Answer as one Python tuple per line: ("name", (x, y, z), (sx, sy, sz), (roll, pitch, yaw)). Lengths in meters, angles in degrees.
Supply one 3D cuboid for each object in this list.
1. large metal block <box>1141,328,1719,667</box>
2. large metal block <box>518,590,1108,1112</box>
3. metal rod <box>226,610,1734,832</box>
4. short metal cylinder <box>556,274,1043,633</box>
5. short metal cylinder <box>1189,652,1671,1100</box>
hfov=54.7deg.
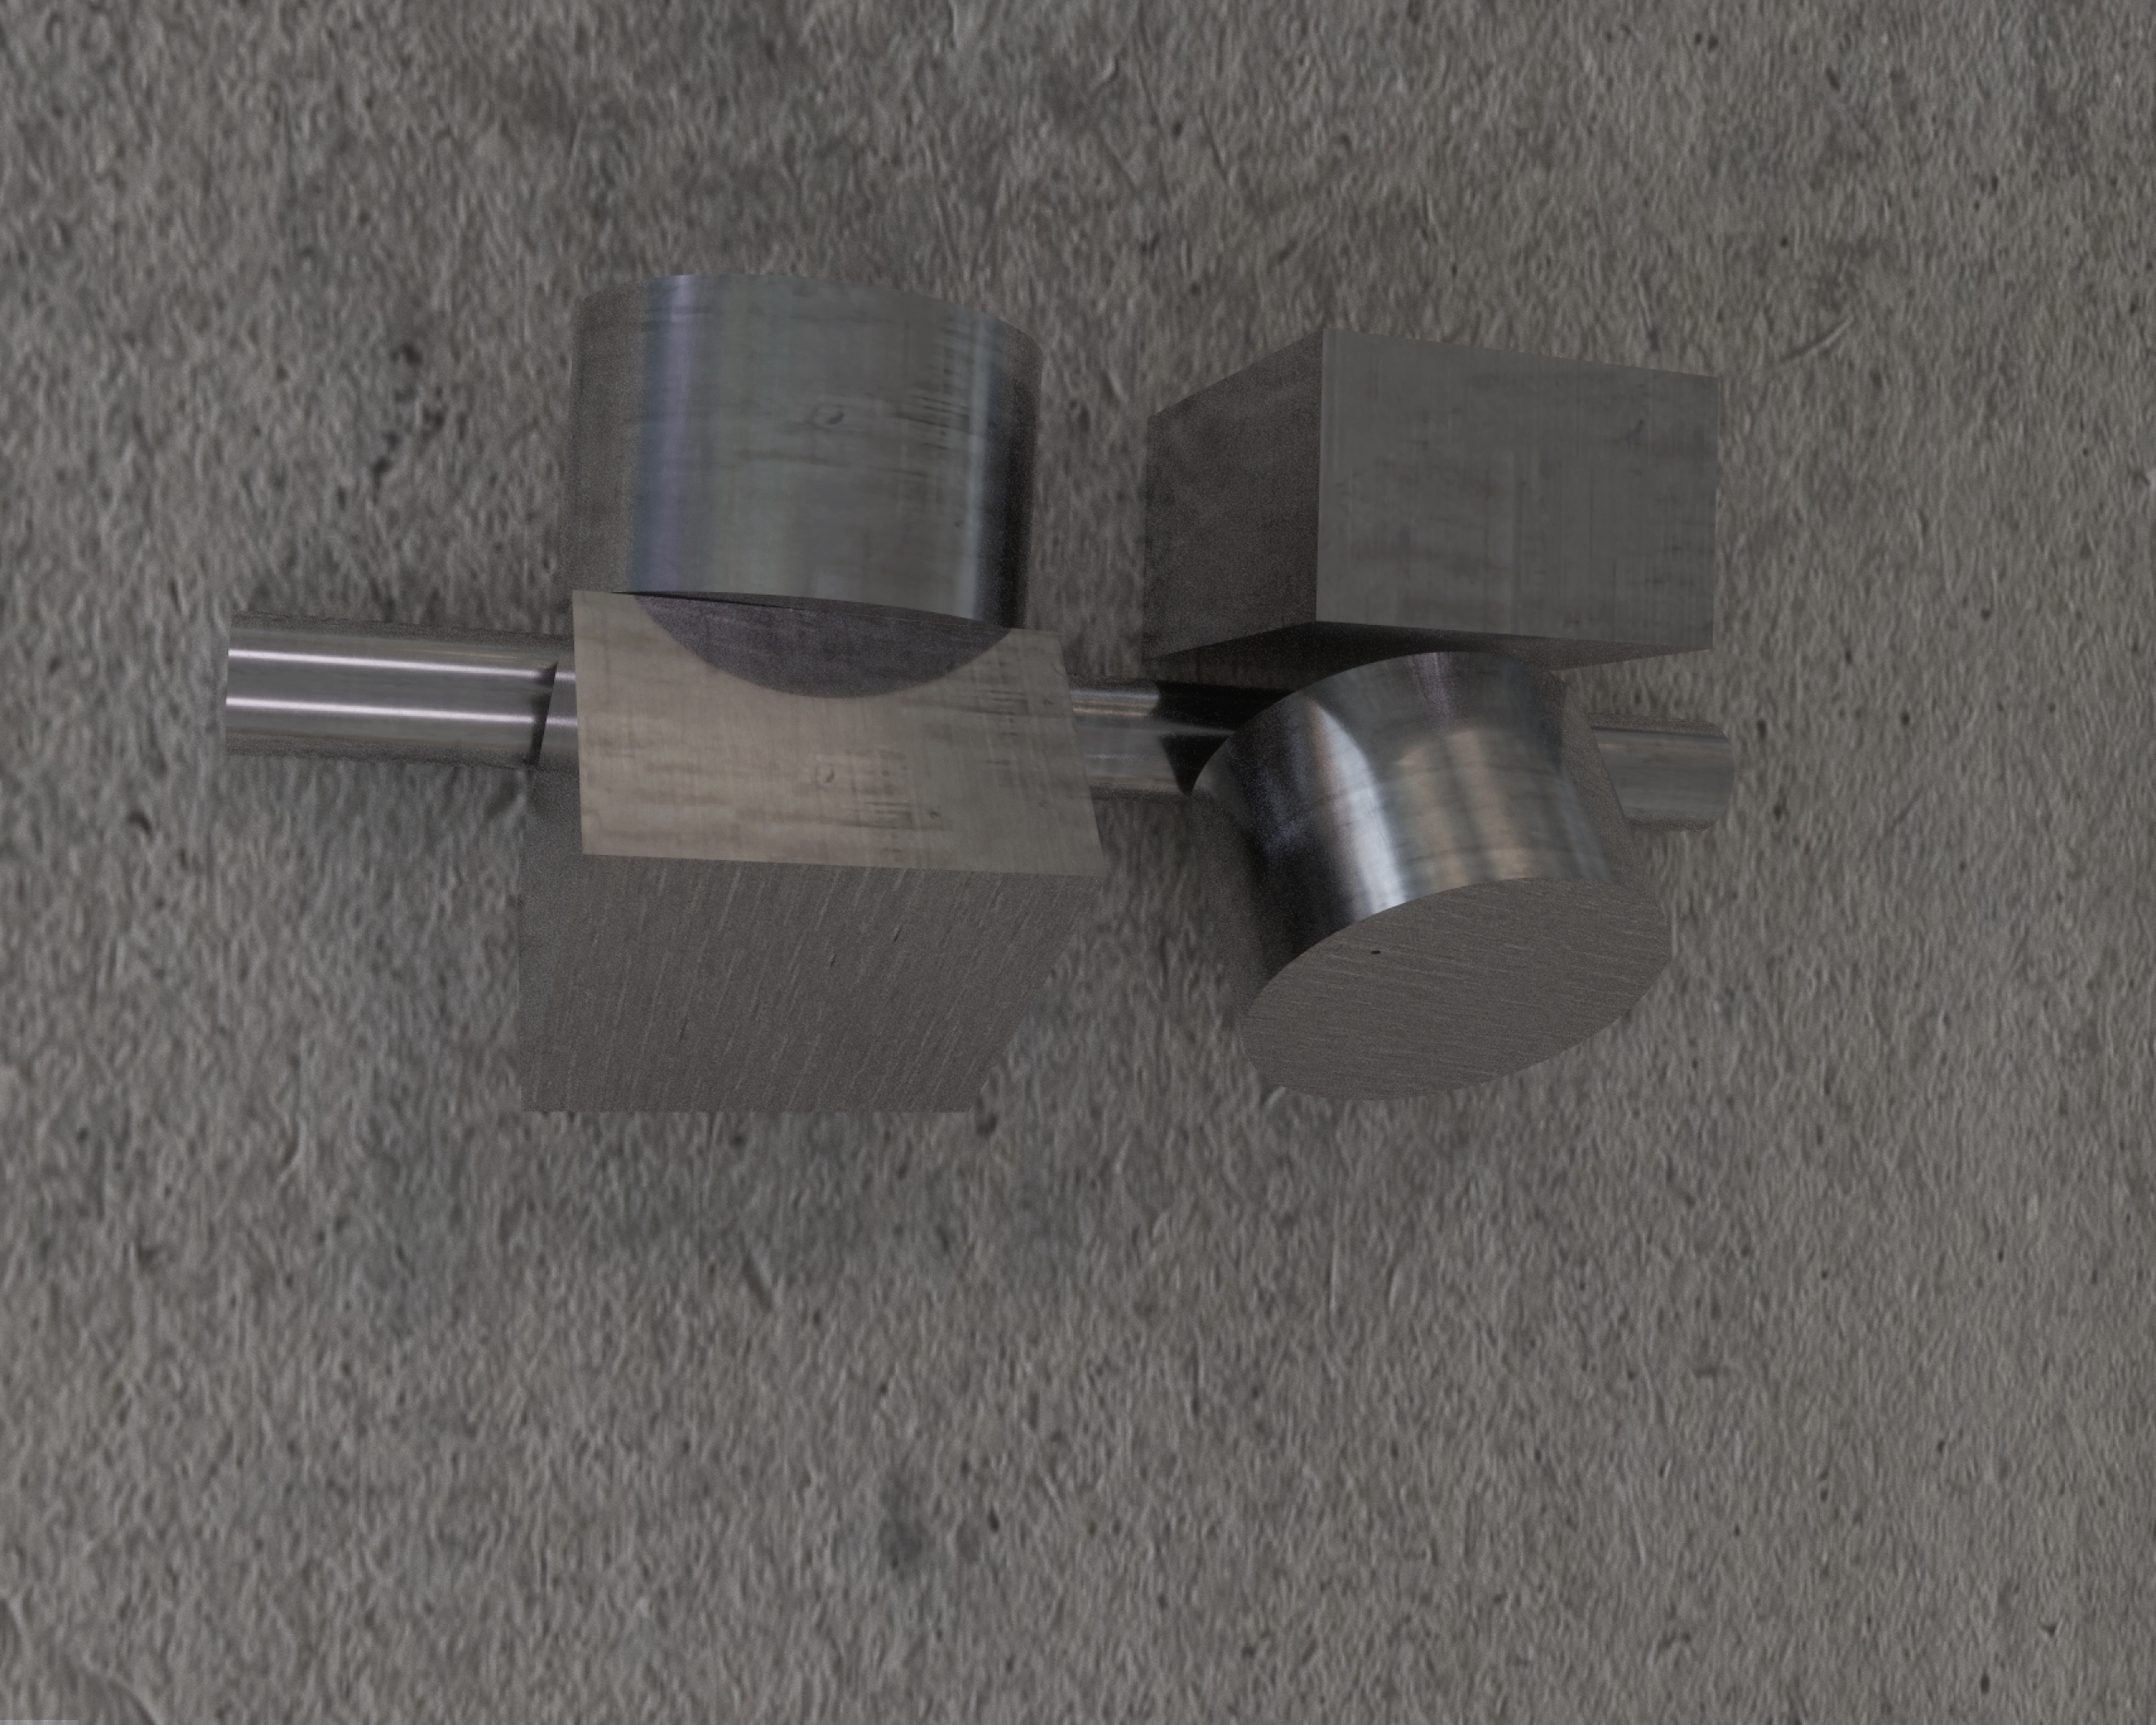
("large metal block", (0.065, -0.065, 0.405), (0.081, 0.080, 0.050), (1, 90, -20))
("large metal block", (-0.050, 0.002, 0.356), (0.081, 0.080, 0.050), (3, 55, -21))
("metal rod", (-0.004, -0.025, 0.411), (0.302, 0.025, 0.025), (2, 89, -20))
("short metal cylinder", (-0.048, -0.066, 0.363), (0.081, 0.080, 0.050), (4, 89, -20))
("short metal cylinder", (0.066, 0.004, 0.399), (0.081, 0.080, 0.050), (2, 55, -20))
